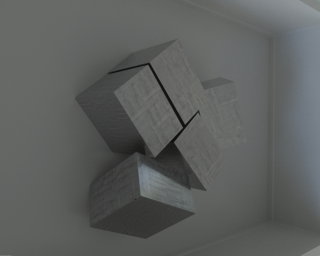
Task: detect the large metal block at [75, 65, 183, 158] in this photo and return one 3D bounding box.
[{"bbox_3d":[-0.034,-0.017,0.342,0.050,0.080,0.080,-45,118,-31],"label":"large metal block"}]

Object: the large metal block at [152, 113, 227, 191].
[{"bbox_3d":[0.024,0.028,0.390,0.050,0.080,0.080,-49,120,-29],"label":"large metal block"}]

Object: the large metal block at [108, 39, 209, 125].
[{"bbox_3d":[-0.002,-0.050,0.368,0.050,0.080,0.080,-46,118,-30],"label":"large metal block"}]

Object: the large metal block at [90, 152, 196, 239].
[{"bbox_3d":[-0.021,0.079,0.345,0.080,0.080,0.050,28,38,-37],"label":"large metal block"}]

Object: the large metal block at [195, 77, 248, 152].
[{"bbox_3d":[0.076,-0.022,0.427,0.050,0.080,0.080,-16,103,2],"label":"large metal block"}]
